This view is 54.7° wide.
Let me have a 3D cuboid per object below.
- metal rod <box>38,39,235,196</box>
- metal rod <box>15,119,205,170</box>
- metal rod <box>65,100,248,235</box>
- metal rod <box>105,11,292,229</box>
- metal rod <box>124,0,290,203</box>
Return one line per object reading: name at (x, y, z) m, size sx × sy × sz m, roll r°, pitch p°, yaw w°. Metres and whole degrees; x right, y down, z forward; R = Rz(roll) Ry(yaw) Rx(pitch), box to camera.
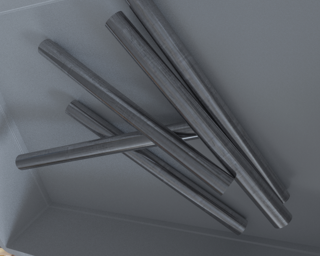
metal rod at (-0.040, -0.022, 0.383) m, size 0.300 × 0.025 × 0.025 m, roll 37°, pitch 129°, yaw 14°
metal rod at (-0.077, 0.026, 0.428) m, size 0.301 × 0.025 × 0.025 m, roll -11°, pitch 113°, yaw 21°
metal rod at (-0.008, 0.054, 0.444) m, size 0.301 × 0.025 × 0.025 m, roll 35°, pitch 129°, yaw 4°
metal rod at (0.046, -0.007, 0.351) m, size 0.300 × 0.025 × 0.025 m, roll 50°, pitch 128°, yaw -3°
metal rod at (0.059, -0.030, 0.357) m, size 0.025 × 0.025 × 0.300 m, roll -30°, pitch 102°, yaw 37°
